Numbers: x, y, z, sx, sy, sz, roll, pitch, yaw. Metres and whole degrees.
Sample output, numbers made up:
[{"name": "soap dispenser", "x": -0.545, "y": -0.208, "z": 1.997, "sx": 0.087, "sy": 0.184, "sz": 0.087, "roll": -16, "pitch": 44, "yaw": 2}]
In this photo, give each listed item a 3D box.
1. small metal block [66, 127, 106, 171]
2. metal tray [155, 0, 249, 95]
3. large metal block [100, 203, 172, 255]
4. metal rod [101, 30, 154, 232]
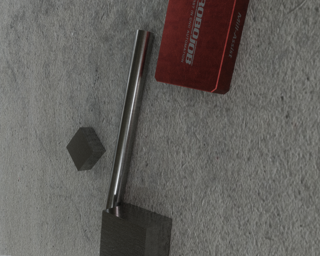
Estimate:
[{"name": "small metal block", "x": -0.121, "y": 0.034, "z": 0.502, "sx": 0.050, "sy": 0.025, "sz": 0.050, "roll": -49, "pitch": 62, "yaw": 28}, {"name": "metal tray", "x": 0.047, "y": -0.111, "z": 0.361, "sx": 0.090, "sy": 0.030, "sz": 0.129, "roll": 18, "pitch": 101, "yaw": 38}, {"name": "large metal block", "x": -0.034, "y": 0.155, "z": 0.414, "sx": 0.080, "sy": 0.050, "sz": 0.079, "roll": 8, "pitch": 95, "yaw": 39}, {"name": "metal rod", "x": -0.049, "y": 0.014, "z": 0.442, "sx": 0.025, "sy": 0.025, "sz": 0.298, "roll": 18, "pitch": 101, "yaw": 38}]
